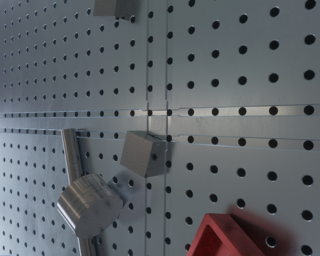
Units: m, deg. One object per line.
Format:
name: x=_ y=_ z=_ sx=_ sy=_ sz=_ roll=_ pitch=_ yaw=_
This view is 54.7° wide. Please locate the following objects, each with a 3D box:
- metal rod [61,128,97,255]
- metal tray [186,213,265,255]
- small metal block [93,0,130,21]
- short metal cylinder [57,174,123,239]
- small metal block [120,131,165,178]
metal rod: x=-0.130 y=0.148 z=0.516 sx=0.025 sy=0.025 sz=0.299 roll=-20 pitch=78 yaw=38
metal tray: x=0.060 y=0.171 z=0.334 sx=0.090 sy=0.030 sz=0.129 roll=47 pitch=121 yaw=57
small metal block: x=-0.073 y=-0.192 z=0.470 sx=0.050 sy=0.025 sz=0.050 roll=16 pitch=100 yaw=38
short metal cylinder: x=-0.102 y=0.115 z=0.458 sx=0.050 sy=0.081 sz=0.079 roll=38 pitch=114 yaw=33
small metal block: x=-0.025 y=0.035 z=0.430 sx=0.050 sy=0.025 sz=0.050 roll=22 pitch=104 yaw=37
